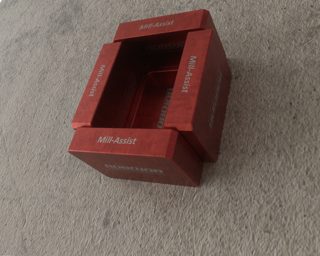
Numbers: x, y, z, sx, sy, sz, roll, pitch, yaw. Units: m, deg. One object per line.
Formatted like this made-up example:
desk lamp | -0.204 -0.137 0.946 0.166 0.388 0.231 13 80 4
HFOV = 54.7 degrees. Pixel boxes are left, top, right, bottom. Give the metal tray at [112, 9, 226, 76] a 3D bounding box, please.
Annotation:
metal tray | 0.014 -0.107 0.420 0.130 0.090 0.030 1 63 28

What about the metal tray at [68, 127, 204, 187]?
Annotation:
metal tray | -0.026 0.034 0.355 0.130 0.090 0.030 1 63 28

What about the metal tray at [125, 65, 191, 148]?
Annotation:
metal tray | 0.008 -0.023 0.411 0.090 0.030 0.130 1 62 28

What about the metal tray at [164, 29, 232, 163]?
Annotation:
metal tray | 0.050 -0.036 0.358 0.030 0.090 0.130 1 62 28

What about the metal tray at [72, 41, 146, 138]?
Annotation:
metal tray | -0.058 -0.038 0.415 0.030 0.090 0.130 1 62 28
